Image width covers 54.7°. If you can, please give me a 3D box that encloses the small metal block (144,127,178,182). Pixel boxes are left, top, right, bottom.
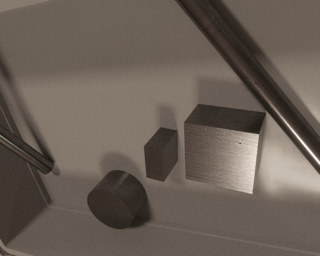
[{"bbox_3d":[0.003,0.034,0.411,0.025,0.050,0.050,11,123,22],"label":"small metal block"}]

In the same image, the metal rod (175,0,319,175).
[{"bbox_3d":[0.116,-0.034,0.326,0.300,0.025,0.025,48,129,-7],"label":"metal rod"}]

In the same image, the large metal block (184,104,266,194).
[{"bbox_3d":[0.076,0.023,0.366,0.080,0.050,0.079,10,123,22],"label":"large metal block"}]

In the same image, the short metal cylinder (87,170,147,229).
[{"bbox_3d":[-0.069,0.115,0.498,0.080,0.050,0.079,13,124,20],"label":"short metal cylinder"}]

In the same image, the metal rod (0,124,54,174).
[{"bbox_3d":[-0.274,-0.016,0.463,0.025,0.025,0.300,-8,139,31],"label":"metal rod"}]
